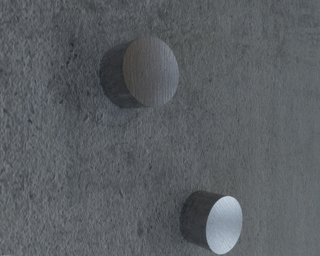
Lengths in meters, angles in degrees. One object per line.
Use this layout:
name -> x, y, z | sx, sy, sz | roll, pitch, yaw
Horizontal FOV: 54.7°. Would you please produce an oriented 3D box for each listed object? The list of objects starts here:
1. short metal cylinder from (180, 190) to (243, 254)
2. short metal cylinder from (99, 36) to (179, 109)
short metal cylinder -> 0.075, 0.135, 0.452 | 0.081, 0.050, 0.080 | 0, 90, -40
short metal cylinder -> -0.024, -0.064, 0.368 | 0.081, 0.050, 0.080 | 0, 90, -40
